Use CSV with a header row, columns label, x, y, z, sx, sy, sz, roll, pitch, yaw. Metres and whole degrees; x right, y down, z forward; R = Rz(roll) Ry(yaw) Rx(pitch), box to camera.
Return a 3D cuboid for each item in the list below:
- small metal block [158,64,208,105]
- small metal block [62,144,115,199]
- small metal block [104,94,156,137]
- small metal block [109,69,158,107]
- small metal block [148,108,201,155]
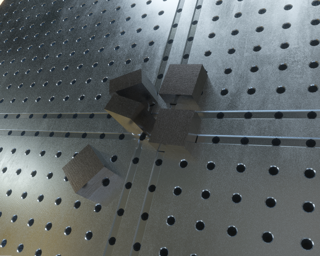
label,x,y,z,sx,sy,sz,roll,pitch,yaw
small metal block,0.032,-0.060,0.427,0.050,0.025,0.050,7,65,30
small metal block,-0.098,0.058,0.422,0.050,0.025,0.050,-43,51,-2
small metal block,-0.039,-0.017,0.422,0.050,0.050,0.025,20,73,35
small metal block,-0.037,-0.052,0.442,0.050,0.050,0.025,-16,56,19
small metal block,0.020,0.004,0.395,0.050,0.025,0.050,5,64,30
